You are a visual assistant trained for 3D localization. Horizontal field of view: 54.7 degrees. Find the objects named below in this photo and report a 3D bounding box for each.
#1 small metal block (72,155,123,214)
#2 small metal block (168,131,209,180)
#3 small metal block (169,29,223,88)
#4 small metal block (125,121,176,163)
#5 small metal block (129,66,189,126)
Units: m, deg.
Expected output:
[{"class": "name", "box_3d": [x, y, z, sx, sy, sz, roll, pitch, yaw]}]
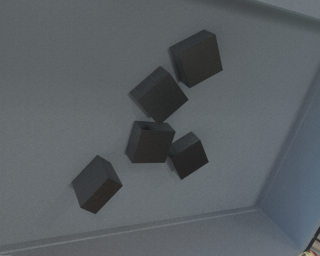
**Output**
[{"class": "small metal block", "box_3d": [-0.081, 0.071, 0.393, 0.050, 0.050, 0.025, -46, 130, 4]}, {"class": "small metal block", "box_3d": [0.039, 0.041, 0.457, 0.050, 0.025, 0.050, -32, 129, -8]}, {"class": "small metal block", "box_3d": [0.046, -0.085, 0.383, 0.050, 0.025, 0.050, -30, 129, -10]}, {"class": "small metal block", "box_3d": [-0.013, 0.019, 0.415, 0.050, 0.025, 0.050, 3, 117, -30]}, {"class": "small metal block", "box_3d": [-0.001, -0.040, 0.385, 0.050, 0.025, 0.050, -41, 130, 0]}]
